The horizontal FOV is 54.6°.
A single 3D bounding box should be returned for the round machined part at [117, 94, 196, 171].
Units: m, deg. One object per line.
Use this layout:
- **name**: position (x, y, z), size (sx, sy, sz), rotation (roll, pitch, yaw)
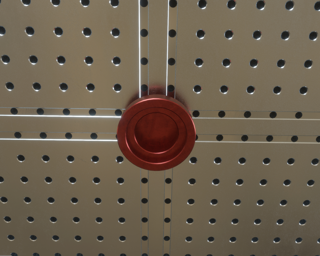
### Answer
- **round machined part**: position (-0.005, 0.003, 0.405), size (0.099, 0.042, 0.097), rotation (0, 110, 0)
